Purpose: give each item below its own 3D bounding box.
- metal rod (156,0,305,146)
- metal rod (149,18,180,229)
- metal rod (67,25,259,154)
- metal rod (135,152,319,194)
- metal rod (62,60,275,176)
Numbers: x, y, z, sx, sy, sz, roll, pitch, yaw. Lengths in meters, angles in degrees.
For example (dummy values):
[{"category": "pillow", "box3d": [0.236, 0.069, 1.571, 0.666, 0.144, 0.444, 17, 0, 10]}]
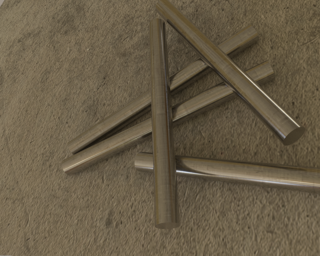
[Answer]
[{"category": "metal rod", "box3d": [0.067, -0.091, 0.391, 0.025, 0.025, 0.300, -36, 51, 5]}, {"category": "metal rod", "box3d": [0.002, -0.029, 0.387, 0.025, 0.025, 0.299, -16, 55, 19]}, {"category": "metal rod", "box3d": [0.000, -0.049, 0.433, 0.300, 0.025, 0.025, -32, 52, 7]}, {"category": "metal rod", "box3d": [0.106, 0.048, 0.318, 0.300, 0.025, 0.025, 2, 63, 29]}, {"category": "metal rod", "box3d": [0.002, -0.007, 0.407, 0.300, 0.025, 0.025, -26, 53, 12]}]
